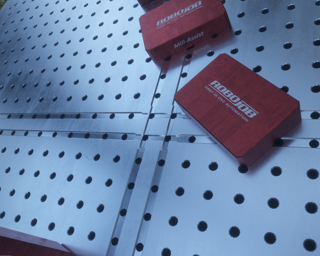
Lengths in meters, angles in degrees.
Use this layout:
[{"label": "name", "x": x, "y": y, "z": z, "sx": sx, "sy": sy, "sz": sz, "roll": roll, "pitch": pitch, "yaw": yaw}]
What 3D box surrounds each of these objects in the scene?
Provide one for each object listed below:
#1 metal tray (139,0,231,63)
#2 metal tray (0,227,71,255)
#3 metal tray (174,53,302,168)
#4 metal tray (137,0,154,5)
[{"label": "metal tray", "x": 0.035, "y": -0.168, "z": 0.491, "sx": 0.130, "sy": 0.030, "sz": 0.090, "roll": -22, "pitch": 53, "yaw": 14}, {"label": "metal tray", "x": -0.168, "y": 0.160, "z": 0.332, "sx": 0.030, "sy": 0.130, "sz": 0.090, "roll": 19, "pitch": 72, "yaw": 35}, {"label": "metal tray", "x": 0.088, "y": -0.026, "z": 0.376, "sx": 0.090, "sy": 0.030, "sz": 0.130, "roll": -41, "pitch": 51, "yaw": 0}, {"label": "metal tray", "x": 0.010, "y": -0.294, "z": 0.580, "sx": 0.130, "sy": 0.030, "sz": 0.090, "roll": -20, "pitch": 54, "yaw": 16}]
